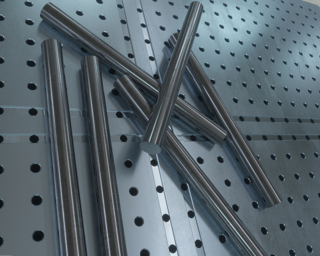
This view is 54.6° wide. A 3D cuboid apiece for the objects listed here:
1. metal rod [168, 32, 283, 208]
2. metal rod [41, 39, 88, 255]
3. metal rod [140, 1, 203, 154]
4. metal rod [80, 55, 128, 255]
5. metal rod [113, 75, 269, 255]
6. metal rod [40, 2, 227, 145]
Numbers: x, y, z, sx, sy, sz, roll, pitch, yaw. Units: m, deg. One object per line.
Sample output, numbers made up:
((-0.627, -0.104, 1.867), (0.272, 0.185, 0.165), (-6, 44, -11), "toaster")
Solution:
((0.092, -0.022, 0.470), (0.025, 0.025, 0.299), (-16, 70, -34), "metal rod")
((-0.105, 0.026, 0.334), (0.025, 0.025, 0.299), (0, 62, -28), "metal rod")
((0.026, -0.092, 0.443), (0.025, 0.025, 0.300), (27, 52, -12), "metal rod")
((-0.063, 0.044, 0.346), (0.025, 0.025, 0.299), (2, 61, -27), "metal rod")
((0.038, 0.053, 0.395), (0.025, 0.025, 0.300), (-31, 79, -38), "metal rod")
((-0.033, -0.073, 0.434), (0.301, 0.025, 0.025), (36, 51, -5), "metal rod")
